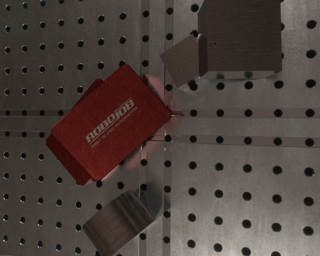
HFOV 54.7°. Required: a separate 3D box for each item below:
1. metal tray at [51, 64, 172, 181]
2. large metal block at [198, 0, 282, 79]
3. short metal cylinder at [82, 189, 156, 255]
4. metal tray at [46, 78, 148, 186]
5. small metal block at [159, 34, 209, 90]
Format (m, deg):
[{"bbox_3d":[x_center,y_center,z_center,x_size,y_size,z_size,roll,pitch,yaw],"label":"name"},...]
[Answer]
[{"bbox_3d":[-0.061,-0.007,0.403,0.130,0.030,0.090,-42,93,1],"label":"metal tray"},{"bbox_3d":[0.088,-0.100,0.353,0.081,0.050,0.079,-1,90,-4],"label":"large metal block"},{"bbox_3d":[-0.052,0.124,0.401,0.080,0.080,0.050,-43,77,15],"label":"short metal cylinder"},{"bbox_3d":[-0.092,0.006,0.441,0.090,0.030,0.130,46,104,14],"label":"metal tray"},{"bbox_3d":[0.035,-0.084,0.400,0.050,0.025,0.050,-30,81,17],"label":"small metal block"}]
